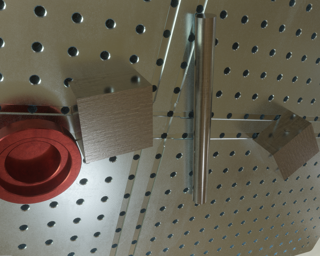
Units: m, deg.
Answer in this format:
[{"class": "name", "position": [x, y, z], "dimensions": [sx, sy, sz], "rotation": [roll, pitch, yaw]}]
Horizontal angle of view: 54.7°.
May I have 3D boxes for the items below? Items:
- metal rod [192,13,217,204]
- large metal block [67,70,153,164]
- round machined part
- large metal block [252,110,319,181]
[{"class": "metal rod", "position": [0.060, -0.005, 0.440], "dimensions": [0.025, 0.025, 0.298], "rotation": [-16, 125, -19]}, {"class": "large metal block", "position": [-0.055, -0.015, 0.356], "dimensions": [0.081, 0.050, 0.079], "rotation": [-13, 124, -21]}, {"class": "round machined part", "position": [-0.141, 0.033, 0.343], "dimensions": [0.099, 0.042, 0.097], "rotation": [-14, 124, -21]}, {"class": "large metal block", "position": [0.217, 0.030, 0.532], "dimensions": [0.080, 0.050, 0.080], "rotation": [-39, 130, -2]}]
